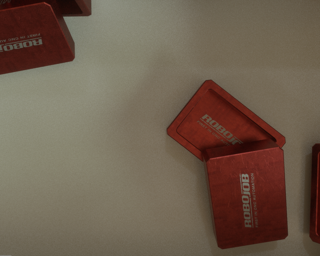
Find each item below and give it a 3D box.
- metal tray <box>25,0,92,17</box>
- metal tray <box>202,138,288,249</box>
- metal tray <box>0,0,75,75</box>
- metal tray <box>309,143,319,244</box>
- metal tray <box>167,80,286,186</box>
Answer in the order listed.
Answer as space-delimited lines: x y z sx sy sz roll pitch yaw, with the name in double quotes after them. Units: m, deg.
-0.138 -0.166 0.357 0.091 0.130 0.030 -1 90 0 "metal tray"
0.108 0.084 0.390 0.091 0.030 0.129 -10 108 1 "metal tray"
-0.181 -0.111 0.375 0.131 0.090 0.030 -11 58 -1 "metal tray"
0.236 0.086 0.381 0.030 0.090 0.129 2 90 -32 "metal tray"
0.085 0.010 0.410 0.130 0.030 0.090 38 90 -1 "metal tray"
